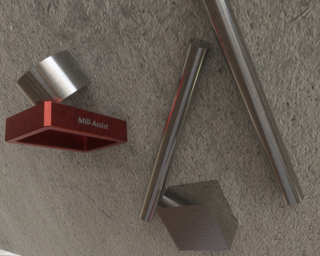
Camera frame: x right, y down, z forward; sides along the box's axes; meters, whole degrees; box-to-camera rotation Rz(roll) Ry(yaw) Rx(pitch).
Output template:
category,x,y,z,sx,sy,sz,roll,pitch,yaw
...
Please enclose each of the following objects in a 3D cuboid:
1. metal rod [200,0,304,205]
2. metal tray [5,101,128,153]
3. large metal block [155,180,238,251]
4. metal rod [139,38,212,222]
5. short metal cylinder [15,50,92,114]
category,x,y,z,sx,sy,sz,roll,pitch,yaw
metal rod,0.095,-0.042,0.329,0.025,0.025,0.299,-15,111,34
metal tray,-0.118,0.004,0.408,0.090,0.131,0.030,-16,71,34
large metal block,0.053,0.125,0.439,0.080,0.050,0.080,-15,111,34
metal rod,0.010,0.026,0.416,0.025,0.025,0.298,25,127,12
short metal cylinder,-0.138,-0.058,0.406,0.080,0.080,0.050,-28,103,37
